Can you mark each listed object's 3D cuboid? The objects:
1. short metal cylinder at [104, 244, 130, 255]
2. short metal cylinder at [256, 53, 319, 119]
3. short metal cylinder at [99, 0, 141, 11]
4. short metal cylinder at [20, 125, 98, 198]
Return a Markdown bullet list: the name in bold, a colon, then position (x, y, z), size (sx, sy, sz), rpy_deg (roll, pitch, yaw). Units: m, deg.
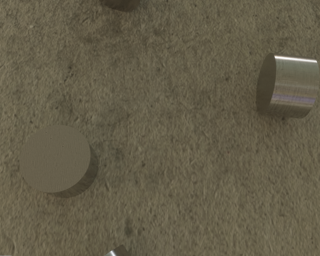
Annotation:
- **short metal cylinder**: position (-0.059, 0.165, 0.318), size (0.080, 0.080, 0.050), rpy_deg (-33, 74, -11)
- **short metal cylinder**: position (0.162, -0.054, 0.401), size (0.050, 0.080, 0.080), rpy_deg (7, 70, 2)
- **short metal cylinder**: position (-0.060, -0.222, 0.459), size (0.080, 0.080, 0.050), rpy_deg (16, 71, 5)
- **short metal cylinder**: position (-0.120, 0.042, 0.378), size (0.081, 0.050, 0.080), rpy_deg (0, 70, 0)
